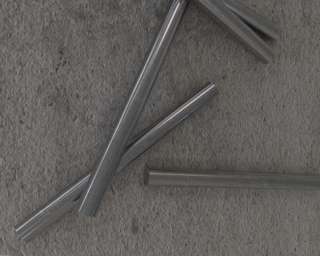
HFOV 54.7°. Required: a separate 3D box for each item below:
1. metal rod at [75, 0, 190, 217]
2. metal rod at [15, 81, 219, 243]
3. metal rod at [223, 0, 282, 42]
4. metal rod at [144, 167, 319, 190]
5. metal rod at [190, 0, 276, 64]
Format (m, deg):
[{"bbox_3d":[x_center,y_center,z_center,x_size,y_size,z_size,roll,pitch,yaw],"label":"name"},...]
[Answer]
[{"bbox_3d":[-0.027,-0.039,0.382,0.025,0.025,0.299,27,75,-18],"label":"metal rod"},{"bbox_3d":[-0.042,0.033,0.393,0.301,0.025,0.025,-37,102,-16],"label":"metal rod"},{"bbox_3d":[0.045,-0.196,0.424,0.302,0.025,0.025,22,83,-19],"label":"metal rod"},{"bbox_3d":[0.124,0.076,0.454,0.302,0.025,0.025,5,88,-20],"label":"metal rod"},{"bbox_3d":[0.048,-0.178,0.406,0.301,0.025,0.025,31,80,-25],"label":"metal rod"}]
